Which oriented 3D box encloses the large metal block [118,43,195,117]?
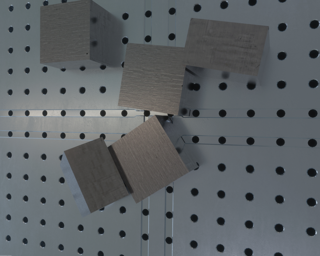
[{"bbox_3d":[-0.001,-0.061,0.400,0.080,0.050,0.080,10,93,19],"label":"large metal block"}]

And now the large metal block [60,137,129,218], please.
[{"bbox_3d":[-0.090,0.067,0.409,0.050,0.080,0.080,-22,80,-26],"label":"large metal block"}]

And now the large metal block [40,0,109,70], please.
[{"bbox_3d":[-0.121,-0.130,0.443,0.080,0.050,0.080,0,90,20],"label":"large metal block"}]

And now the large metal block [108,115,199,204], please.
[{"bbox_3d":[-0.009,0.039,0.403,0.080,0.050,0.080,-34,79,17],"label":"large metal block"}]

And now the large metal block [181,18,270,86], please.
[{"bbox_3d":[0.078,-0.084,0.356,0.080,0.080,0.050,13,95,19],"label":"large metal block"}]
